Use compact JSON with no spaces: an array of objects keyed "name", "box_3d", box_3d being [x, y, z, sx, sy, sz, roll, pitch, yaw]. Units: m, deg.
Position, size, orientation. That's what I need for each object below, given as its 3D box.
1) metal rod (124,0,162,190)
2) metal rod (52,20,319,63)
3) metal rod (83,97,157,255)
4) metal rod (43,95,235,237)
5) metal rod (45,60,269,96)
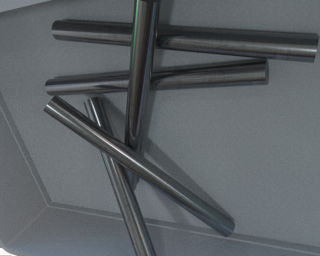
[{"name":"metal rod","box_3d":[-0.030,-0.015,0.387,0.025,0.025,0.298,23,135,13]},{"name":"metal rod","box_3d":[0.007,-0.099,0.342,0.301,0.025,0.025,11,123,22]},{"name":"metal rod","box_3d":[-0.042,0.099,0.409,0.025,0.025,0.299,-29,77,37]},{"name":"metal rod","box_3d":[-0.017,0.058,0.411,0.301,0.025,0.025,37,130,-14]},{"name":"metal rod","box_3d":[-0.024,-0.058,0.384,0.301,0.025,0.025,1,119,27]}]
